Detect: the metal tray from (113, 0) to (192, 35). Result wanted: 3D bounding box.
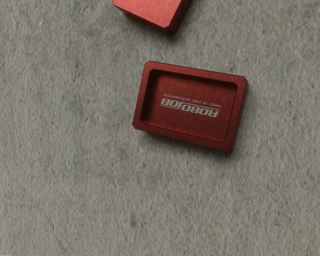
[{"bbox_3d":[0.006,-0.200,0.403,0.090,0.030,0.129,30,100,17],"label":"metal tray"}]

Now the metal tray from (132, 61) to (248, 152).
[{"bbox_3d":[0.037,-0.029,0.392,0.130,0.030,0.089,14,94,19],"label":"metal tray"}]
